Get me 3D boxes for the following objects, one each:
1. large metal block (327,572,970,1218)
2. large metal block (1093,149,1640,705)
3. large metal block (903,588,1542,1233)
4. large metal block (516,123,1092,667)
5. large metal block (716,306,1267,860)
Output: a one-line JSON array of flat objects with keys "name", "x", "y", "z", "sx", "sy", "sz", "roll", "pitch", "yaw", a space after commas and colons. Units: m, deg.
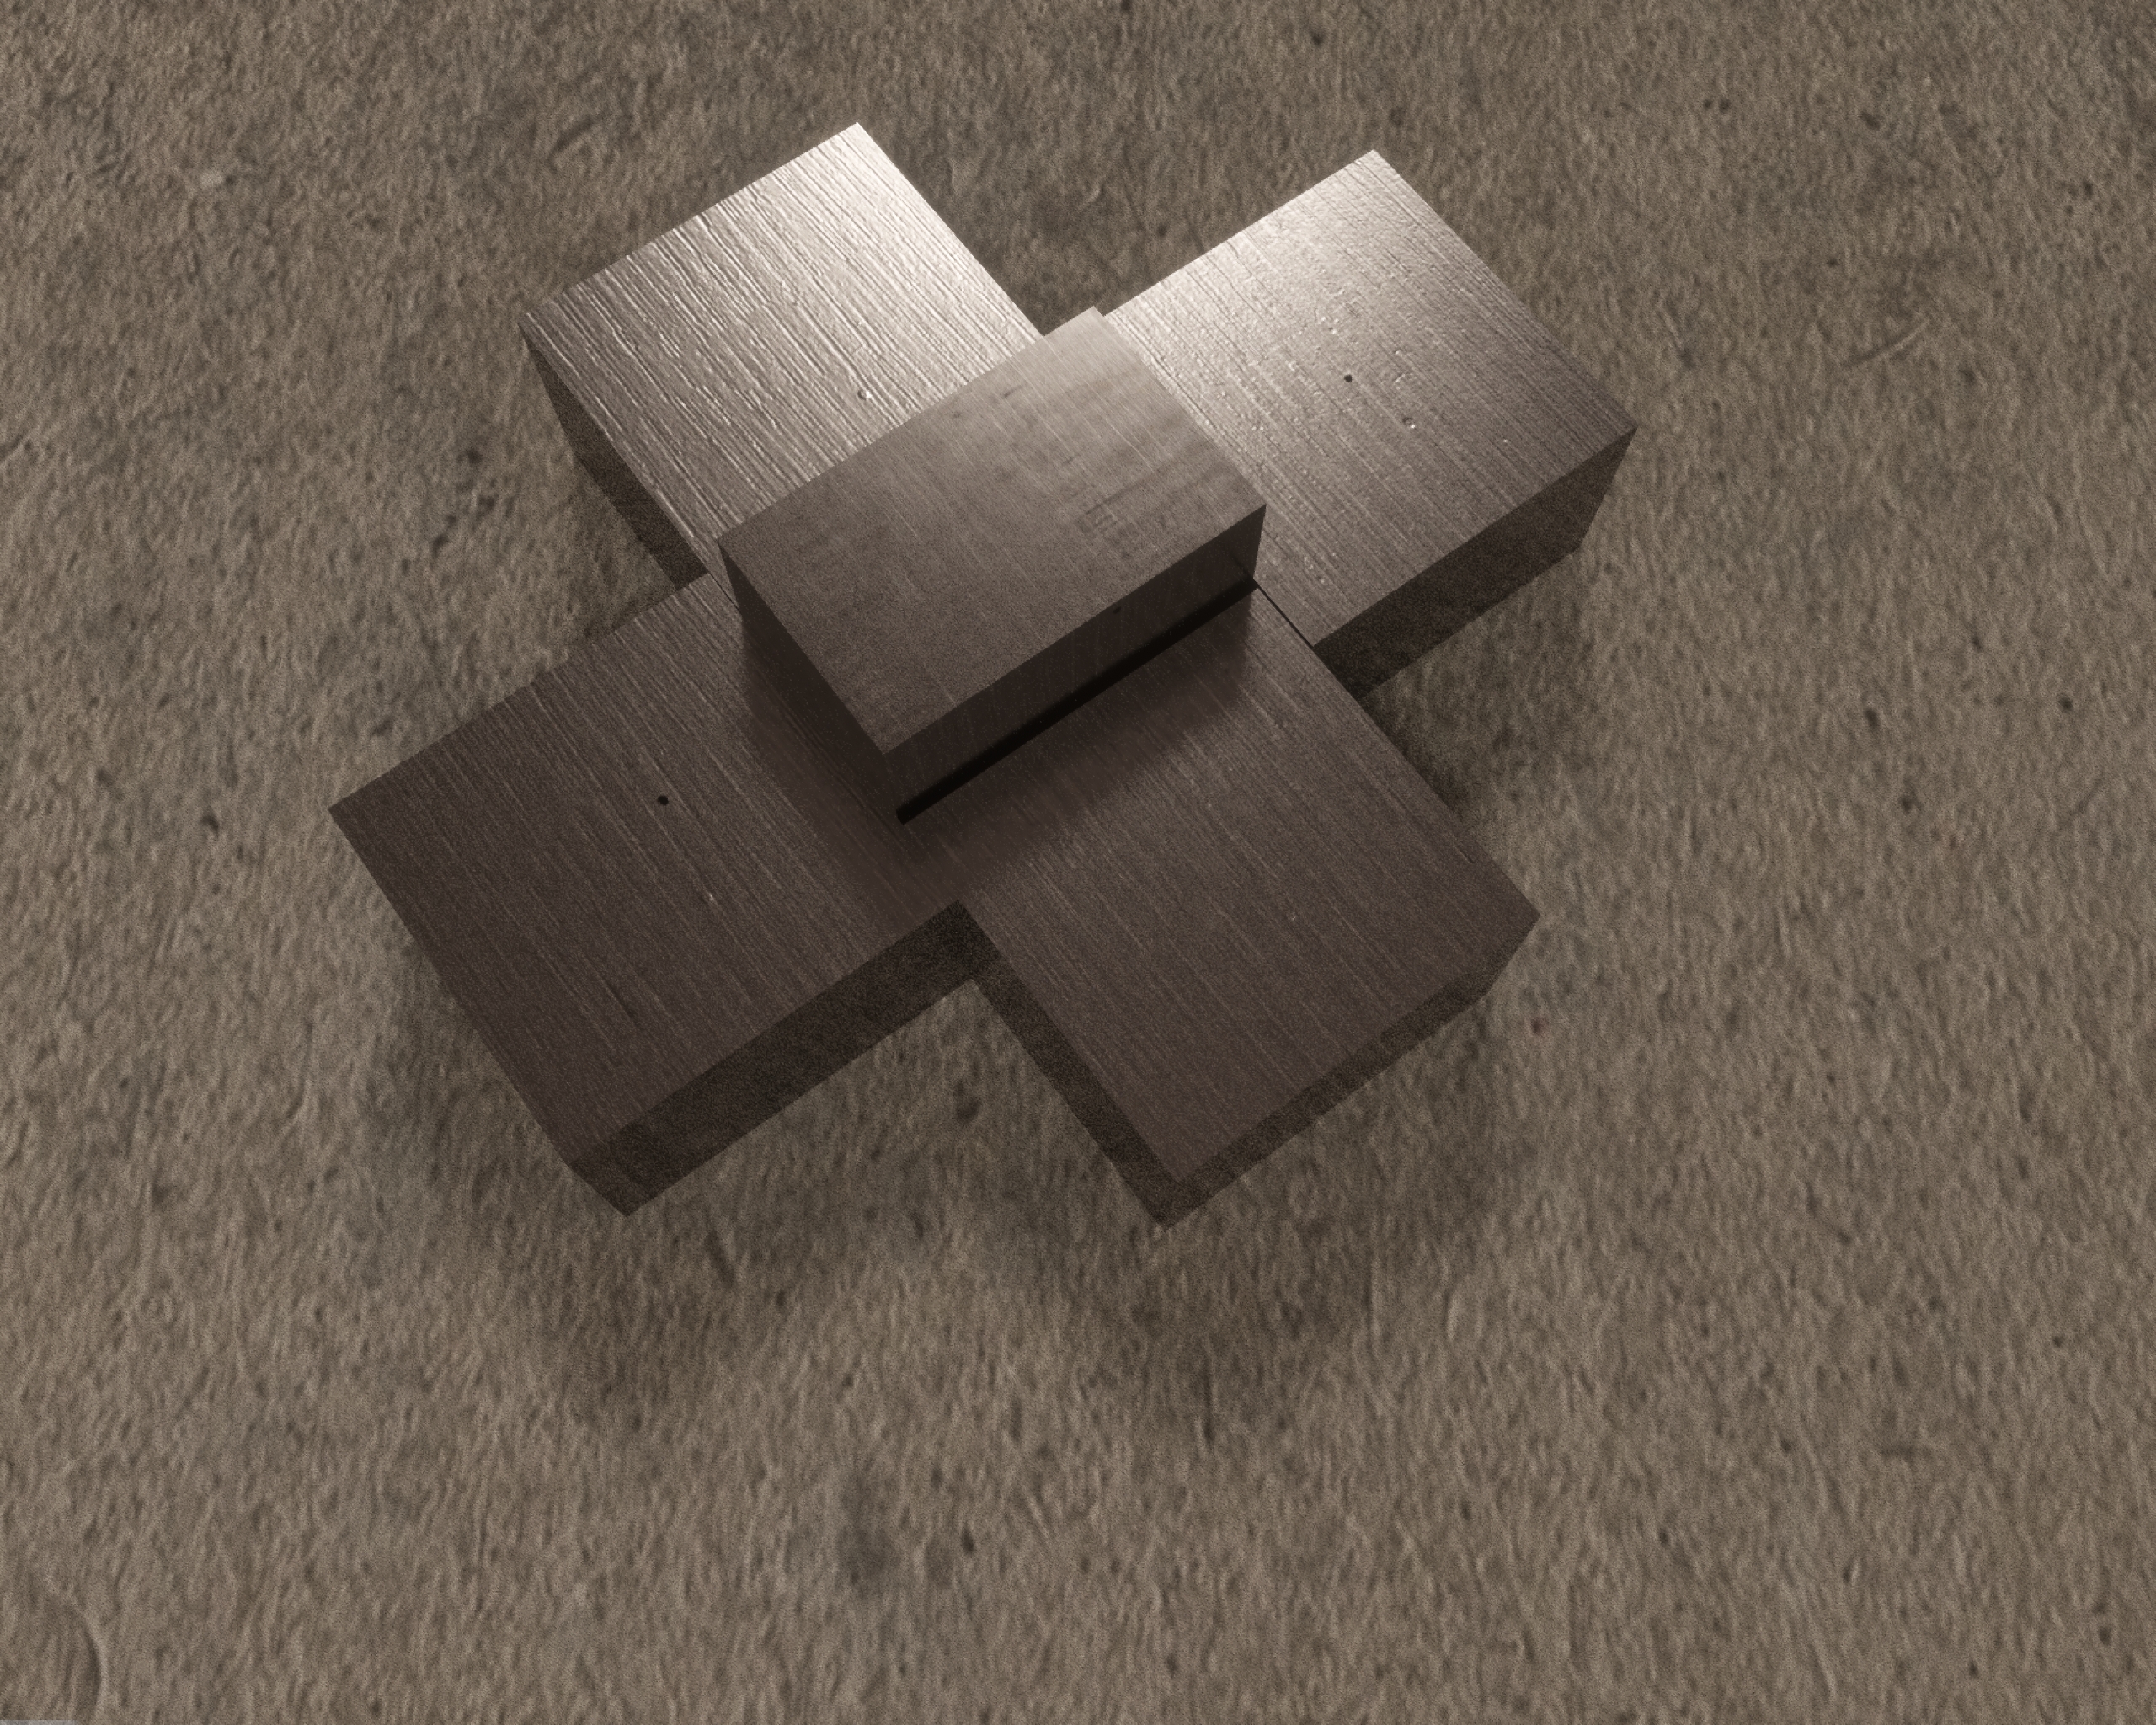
[{"name": "large metal block", "x": -0.077, "y": 0.007, "z": 0.392, "sx": 0.080, "sy": 0.050, "sz": 0.080, "roll": -35, "pitch": 74, "yaw": -12}, {"name": "large metal block", "x": 0.052, "y": -0.084, "z": 0.426, "sx": 0.080, "sy": 0.050, "sz": 0.080, "roll": -35, "pitch": 74, "yaw": -12}, {"name": "large metal block", "x": 0.025, "y": 0.010, "z": 0.392, "sx": 0.080, "sy": 0.050, "sz": 0.080, "roll": -35, "pitch": 74, "yaw": -12}, {"name": "large metal block", "x": -0.053, "y": -0.089, "z": 0.427, "sx": 0.080, "sy": 0.050, "sz": 0.080, "roll": -35, "pitch": 74, "yaw": -12}, {"name": "large metal block", "x": -0.015, "y": -0.045, "z": 0.396, "sx": 0.080, "sy": 0.080, "sz": 0.050, "roll": -35, "pitch": 74, "yaw": -12}]
